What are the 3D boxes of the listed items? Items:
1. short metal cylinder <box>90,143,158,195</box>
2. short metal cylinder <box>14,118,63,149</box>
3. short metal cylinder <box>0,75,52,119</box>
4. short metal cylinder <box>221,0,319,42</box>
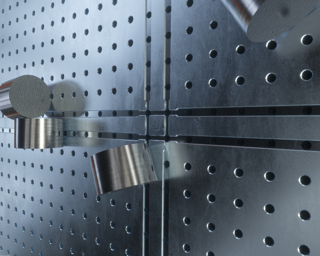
[{"bbox_3d":[-0.048,0.055,0.411,0.080,0.081,0.050,-23,76,37],"label":"short metal cylinder"},{"bbox_3d":[-0.212,0.009,0.545,0.080,0.081,0.050,1,91,39],"label":"short metal cylinder"},{"bbox_3d":[-0.253,-0.056,0.579,0.050,0.081,0.080,-6,87,40],"label":"short metal cylinder"},{"bbox_3d":[0.103,-0.127,0.287,0.080,0.081,0.050,-41,66,32],"label":"short metal cylinder"}]
